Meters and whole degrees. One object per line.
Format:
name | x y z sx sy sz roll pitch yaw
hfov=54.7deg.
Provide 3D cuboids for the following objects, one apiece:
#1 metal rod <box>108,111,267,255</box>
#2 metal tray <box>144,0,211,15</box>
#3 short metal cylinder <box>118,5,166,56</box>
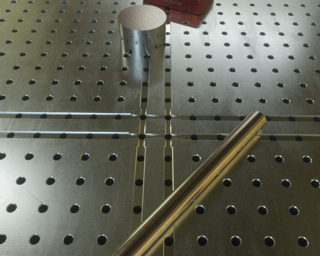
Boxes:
metal rod | 0.031 0.072 0.347 0.025 0.025 0.302 35 58 25
metal tray | 0.040 -0.283 0.642 0.130 0.030 0.090 21 53 16
short metal cylinder | -0.030 -0.168 0.533 0.081 0.050 0.080 0 50 0
